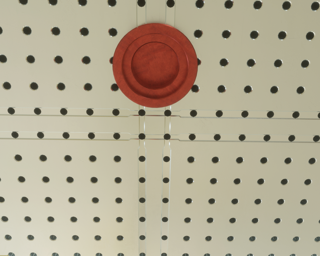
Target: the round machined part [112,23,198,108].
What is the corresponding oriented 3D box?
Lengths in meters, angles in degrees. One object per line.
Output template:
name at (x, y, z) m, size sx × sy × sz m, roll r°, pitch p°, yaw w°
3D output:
round machined part at (-0.006, -0.077, 0.376) m, size 0.099 × 0.042 × 0.097 m, roll 0°, pitch 110°, yaw -1°
